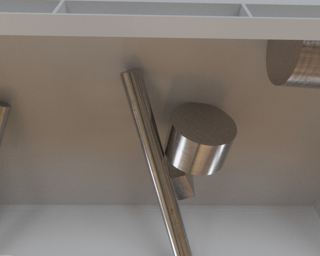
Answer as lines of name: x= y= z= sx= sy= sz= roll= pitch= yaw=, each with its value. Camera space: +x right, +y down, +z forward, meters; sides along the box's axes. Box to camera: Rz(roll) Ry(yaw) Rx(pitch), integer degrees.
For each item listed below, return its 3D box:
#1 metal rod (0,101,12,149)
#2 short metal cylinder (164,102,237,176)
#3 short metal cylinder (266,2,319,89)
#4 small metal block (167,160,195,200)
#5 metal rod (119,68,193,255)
metal rod: x=-0.248 y=0.107 z=0.411 sx=0.025 sy=0.025 sz=0.298 roll=17 pitch=101 yaw=-15
short metal cylinder: x=0.049 y=0.012 z=0.384 sx=0.081 sy=0.080 sz=0.050 roll=7 pitch=130 yaw=-6
short metal cylinder: x=0.146 y=-0.080 z=0.307 sx=0.050 sy=0.080 sz=0.079 roll=4 pitch=130 yaw=-4
small metal block: x=0.030 y=0.068 z=0.452 sx=0.025 sy=0.050 sz=0.050 roll=-16 pitch=129 yaw=12
metal rod: x=0.003 y=0.072 z=0.399 sx=0.025 sy=0.025 sz=0.298 roll=-12 pitch=108 yaw=10
